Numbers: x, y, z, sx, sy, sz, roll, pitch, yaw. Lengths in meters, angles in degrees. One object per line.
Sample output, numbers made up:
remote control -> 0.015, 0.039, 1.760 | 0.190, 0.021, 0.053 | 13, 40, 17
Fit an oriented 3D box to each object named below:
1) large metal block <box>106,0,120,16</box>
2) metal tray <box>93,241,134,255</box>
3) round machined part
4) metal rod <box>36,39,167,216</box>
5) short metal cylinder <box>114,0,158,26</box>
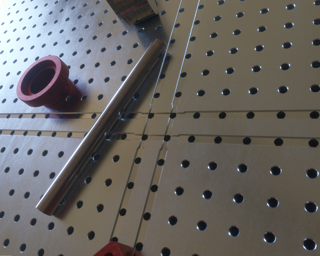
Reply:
large metal block -> -0.063, -0.276, 0.595 | 0.080, 0.050, 0.080 | -20, 53, 16
metal tray -> -0.048, 0.195, 0.310 | 0.090, 0.030, 0.130 | -39, 51, 1
round machined part -> -0.201, -0.078, 0.551 | 0.098, 0.042, 0.098 | -13, 56, 21
metal rod -> -0.079, -0.010, 0.455 | 0.025, 0.025, 0.300 | 23, 74, 36
short metal cylinder -> -0.044, -0.224, 0.534 | 0.050, 0.080, 0.080 | -20, 54, 16
